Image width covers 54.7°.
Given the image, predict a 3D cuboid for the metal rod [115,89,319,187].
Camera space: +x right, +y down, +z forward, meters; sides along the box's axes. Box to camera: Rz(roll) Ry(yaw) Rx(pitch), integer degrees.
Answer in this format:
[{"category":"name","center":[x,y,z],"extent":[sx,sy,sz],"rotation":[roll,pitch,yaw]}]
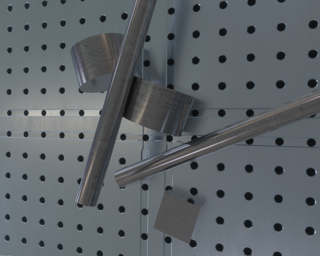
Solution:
[{"category":"metal rod","center":[0.075,0.014,0.385],"extent":[0.300,0.025,0.025],"rotation":[-23,82,18]}]

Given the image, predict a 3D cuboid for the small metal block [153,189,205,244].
[{"category":"small metal block","center":[0.025,0.114,0.404],"extent":[0.050,0.025,0.050],"rotation":[19,96,19]}]

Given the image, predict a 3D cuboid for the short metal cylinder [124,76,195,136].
[{"category":"short metal cylinder","center":[-0.003,-0.028,0.384],"extent":[0.080,0.080,0.050],"rotation":[22,98,18]}]

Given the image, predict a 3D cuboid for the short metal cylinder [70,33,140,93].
[{"category":"short metal cylinder","center":[-0.072,-0.083,0.409],"extent":[0.080,0.080,0.050],"rotation":[-18,84,19]}]

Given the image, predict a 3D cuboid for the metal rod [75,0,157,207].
[{"category":"metal rod","center":[-0.043,-0.057,0.360],"extent":[0.025,0.025,0.298],"rotation":[16,89,19]}]
